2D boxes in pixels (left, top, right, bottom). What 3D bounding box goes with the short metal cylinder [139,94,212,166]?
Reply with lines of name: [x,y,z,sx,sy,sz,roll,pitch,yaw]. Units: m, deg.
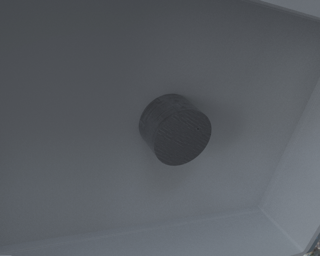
short metal cylinder: [0.019,0.002,0.403,0.081,0.050,0.080,-14,124,-21]
